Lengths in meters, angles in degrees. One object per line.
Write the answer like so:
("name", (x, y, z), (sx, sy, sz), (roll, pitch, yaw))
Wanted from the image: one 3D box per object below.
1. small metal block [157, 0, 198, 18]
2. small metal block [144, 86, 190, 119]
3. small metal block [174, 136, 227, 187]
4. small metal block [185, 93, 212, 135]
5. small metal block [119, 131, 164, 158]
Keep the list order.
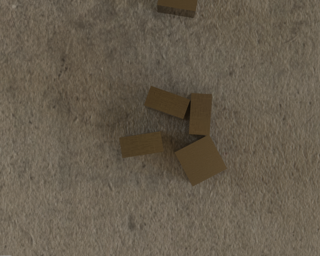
("small metal block", (0.025, -0.179, 0.410), (0.050, 0.025, 0.050), (9, 90, -1))
("small metal block", (0.008, -0.031, 0.398), (0.050, 0.050, 0.025), (19, 90, -1))
("small metal block", (0.053, 0.042, 0.411), (0.050, 0.025, 0.050), (-28, 90, -1))
("small metal block", (0.049, -0.017, 0.398), (0.025, 0.050, 0.050), (3, 90, 0))
("small metal block", (-0.022, 0.020, 0.397), (0.050, 0.050, 0.025), (-9, 90, 0))
